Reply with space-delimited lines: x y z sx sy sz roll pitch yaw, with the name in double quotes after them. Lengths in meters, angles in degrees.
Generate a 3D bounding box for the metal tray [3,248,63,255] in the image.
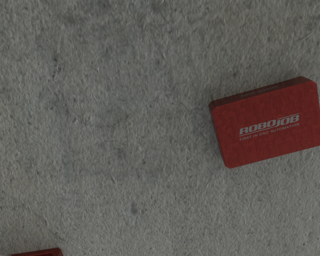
-0.217 0.228 0.456 0.131 0.090 0.030 -9 110 3 "metal tray"

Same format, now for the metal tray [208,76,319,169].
0.139 -0.006 0.407 0.131 0.030 0.089 -16 110 5 "metal tray"
